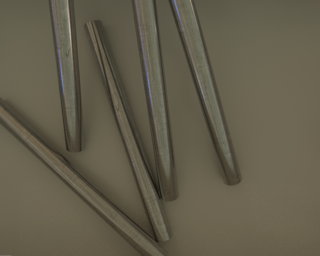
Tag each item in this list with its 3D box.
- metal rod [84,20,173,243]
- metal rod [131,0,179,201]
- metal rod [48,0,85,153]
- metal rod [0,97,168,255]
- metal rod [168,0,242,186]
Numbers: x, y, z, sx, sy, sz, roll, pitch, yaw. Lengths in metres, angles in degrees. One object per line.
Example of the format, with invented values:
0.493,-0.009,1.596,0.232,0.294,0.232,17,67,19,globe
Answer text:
-0.042,0.004,0.410,0.025,0.025,0.299,-18,90,0,metal rod
-0.005,-0.045,0.353,0.025,0.025,0.298,-8,114,0,metal rod
-0.104,-0.103,0.337,0.025,0.025,0.298,4,120,0,metal rod
-0.109,0.069,0.403,0.300,0.025,0.025,42,90,3,metal rod
0.049,-0.058,0.352,0.025,0.025,0.299,-21,115,0,metal rod
